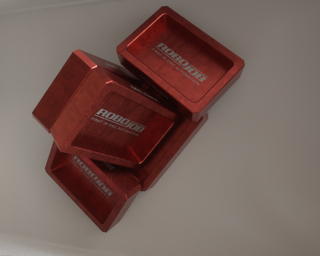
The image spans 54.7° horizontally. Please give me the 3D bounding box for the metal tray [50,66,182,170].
[{"bbox_3d":[-0.044,-0.004,0.355,0.090,0.131,0.030,-52,51,12],"label":"metal tray"}]

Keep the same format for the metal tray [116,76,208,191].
[{"bbox_3d":[-0.011,0.006,0.409,0.090,0.030,0.130,41,102,15],"label":"metal tray"}]

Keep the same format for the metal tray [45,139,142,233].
[{"bbox_3d":[-0.095,0.067,0.420,0.130,0.030,0.089,41,127,14],"label":"metal tray"}]

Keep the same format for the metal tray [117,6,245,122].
[{"bbox_3d":[0.024,-0.081,0.379,0.130,0.030,0.090,41,77,15],"label":"metal tray"}]

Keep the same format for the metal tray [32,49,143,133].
[{"bbox_3d":[-0.079,-0.037,0.379,0.030,0.130,0.090,42,103,15],"label":"metal tray"}]
